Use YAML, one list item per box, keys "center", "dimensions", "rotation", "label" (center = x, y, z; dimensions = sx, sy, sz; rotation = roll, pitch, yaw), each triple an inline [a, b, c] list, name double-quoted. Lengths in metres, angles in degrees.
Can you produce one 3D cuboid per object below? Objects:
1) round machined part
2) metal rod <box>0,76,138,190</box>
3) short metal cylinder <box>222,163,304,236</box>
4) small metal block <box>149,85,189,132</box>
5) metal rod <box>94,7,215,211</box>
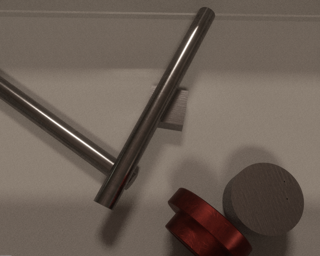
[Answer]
- center: [0.045, 0.113, 0.330]
  dimensions: [0.098, 0.098, 0.042]
  rotation: [40, 75, 13]
  label: "round machined part"
- center: [-0.158, -0.015, 0.413]
  dimensions: [0.301, 0.025, 0.025]
  rotation: [34, 73, 11]
  label: "metal rod"
- center: [0.119, 0.086, 0.367]
  dimensions: [0.081, 0.050, 0.080]
  rotation: [0, 70, 0]
  label: "short metal cylinder"
- center: [0.009, -0.026, 0.419]
  dimensions: [0.050, 0.025, 0.050]
  rotation: [9, 70, 3]
  label: "small metal block"
- center: [0.002, -0.038, 0.397]
  dimensions: [0.025, 0.025, 0.300]
  rotation: [25, 71, 8]
  label: "metal rod"
